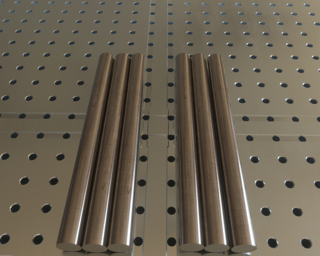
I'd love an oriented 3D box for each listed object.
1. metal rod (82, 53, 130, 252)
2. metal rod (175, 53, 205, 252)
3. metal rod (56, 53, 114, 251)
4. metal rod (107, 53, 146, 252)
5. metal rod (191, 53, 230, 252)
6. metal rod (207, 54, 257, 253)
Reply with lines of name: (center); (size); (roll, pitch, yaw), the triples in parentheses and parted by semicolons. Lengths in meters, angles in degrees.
metal rod: (-0.062, 0.004, 0.403); (0.025, 0.025, 0.300); (1, 50, 1)
metal rod: (0.034, 0.004, 0.404); (0.025, 0.025, 0.300); (1, 50, 1)
metal rod: (-0.088, 0.004, 0.404); (0.025, 0.025, 0.300); (1, 50, 1)
metal rod: (-0.037, 0.004, 0.403); (0.025, 0.025, 0.300); (1, 50, 1)
metal rod: (0.059, 0.004, 0.404); (0.025, 0.025, 0.300); (1, 50, 1)
metal rod: (0.086, 0.005, 0.403); (0.025, 0.025, 0.300); (1, 50, 1)
